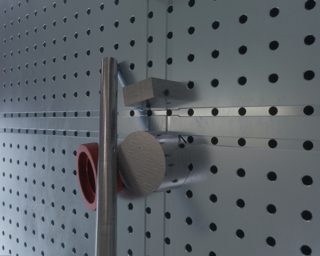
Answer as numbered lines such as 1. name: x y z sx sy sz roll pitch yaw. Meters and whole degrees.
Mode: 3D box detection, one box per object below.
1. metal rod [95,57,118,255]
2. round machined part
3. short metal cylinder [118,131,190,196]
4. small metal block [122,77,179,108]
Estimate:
1. metal rod: -0.069 0.033 0.410 0.025 0.025 0.299 -25 57 37
2. round machined part: -0.088 0.069 0.458 0.098 0.042 0.097 20 114 56
3. short metal cylinder: -0.008 0.043 0.399 0.080 0.050 0.080 -1 89 40
4. small metal block: -0.012 -0.045 0.403 0.050 0.050 0.025 -13 82 39
